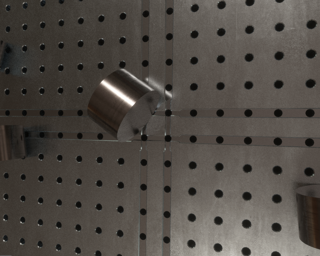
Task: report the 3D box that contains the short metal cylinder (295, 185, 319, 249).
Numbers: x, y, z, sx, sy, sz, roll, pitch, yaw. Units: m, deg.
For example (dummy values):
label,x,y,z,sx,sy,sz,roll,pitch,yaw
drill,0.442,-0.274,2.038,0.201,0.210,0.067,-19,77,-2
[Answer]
label,x,y,z,sx,sy,sz,roll,pitch,yaw
short metal cylinder,0.185,0.090,0.318,0.080,0.080,0.050,-4,89,19

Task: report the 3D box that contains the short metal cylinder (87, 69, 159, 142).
label,x,y,z,sx,sy,sz,roll,pitch,yaw
short metal cylinder,-0.046,-0.028,0.399,0.050,0.080,0.080,37,102,16

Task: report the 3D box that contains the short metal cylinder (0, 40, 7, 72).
label,x,y,z,sx,sy,sz,roll,pitch,yaw
short metal cylinder,-0.288,-0.123,0.483,0.080,0.080,0.050,19,96,18

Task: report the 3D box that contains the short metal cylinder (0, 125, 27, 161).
label,x,y,z,sx,sy,sz,roll,pitch,yaw
short metal cylinder,-0.247,0.026,0.468,0.080,0.080,0.050,-8,87,19
